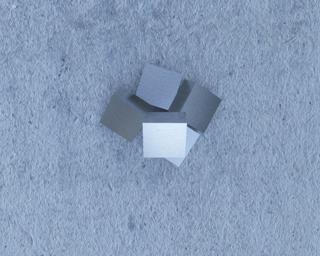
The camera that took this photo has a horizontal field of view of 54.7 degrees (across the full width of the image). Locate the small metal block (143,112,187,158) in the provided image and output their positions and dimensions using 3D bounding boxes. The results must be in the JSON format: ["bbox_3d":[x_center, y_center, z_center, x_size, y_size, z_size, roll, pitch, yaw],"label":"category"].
[{"bbox_3d":[0.005,0.008,0.375,0.050,0.025,0.050,0,123,-1],"label":"small metal block"}]

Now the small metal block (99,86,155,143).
[{"bbox_3d":[-0.043,-0.017,0.399,0.050,0.025,0.050,33,126,-2],"label":"small metal block"}]

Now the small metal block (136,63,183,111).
[{"bbox_3d":[-0.002,-0.053,0.411,0.050,0.025,0.050,17,90,-1],"label":"small metal block"}]

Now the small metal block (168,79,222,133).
[{"bbox_3d":[0.045,-0.028,0.401,0.050,0.025,0.050,28,90,-34],"label":"small metal block"}]

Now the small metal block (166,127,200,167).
[{"bbox_3d":[0.017,0.016,0.412,0.050,0.025,0.050,33,90,-1],"label":"small metal block"}]
